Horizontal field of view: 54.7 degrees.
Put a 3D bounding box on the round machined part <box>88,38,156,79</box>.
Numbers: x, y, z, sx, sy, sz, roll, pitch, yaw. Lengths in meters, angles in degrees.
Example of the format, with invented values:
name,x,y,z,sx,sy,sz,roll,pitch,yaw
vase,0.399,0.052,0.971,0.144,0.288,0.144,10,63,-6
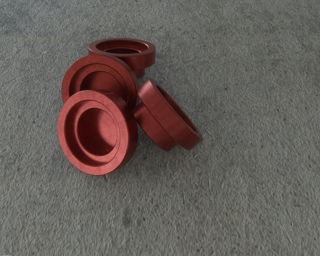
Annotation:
name,x,y,z,sx,sy,sz,roll,pitch,yaw
round machined part,-0.056,-0.102,0.464,0.099,0.042,0.098,3,30,-1

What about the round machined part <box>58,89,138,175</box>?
name,x,y,z,sx,sy,sz,roll,pitch,yaw
round machined part,-0.068,0.003,0.365,0.098,0.097,0.042,25,19,19

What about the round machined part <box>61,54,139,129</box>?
name,x,y,z,sx,sy,sz,roll,pitch,yaw
round machined part,-0.074,-0.047,0.408,0.098,0.097,0.042,8,16,6

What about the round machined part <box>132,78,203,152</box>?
name,x,y,z,sx,sy,sz,roll,pitch,yaw
round machined part,0.004,-0.010,0.375,0.042,0.098,0.098,-41,55,10
